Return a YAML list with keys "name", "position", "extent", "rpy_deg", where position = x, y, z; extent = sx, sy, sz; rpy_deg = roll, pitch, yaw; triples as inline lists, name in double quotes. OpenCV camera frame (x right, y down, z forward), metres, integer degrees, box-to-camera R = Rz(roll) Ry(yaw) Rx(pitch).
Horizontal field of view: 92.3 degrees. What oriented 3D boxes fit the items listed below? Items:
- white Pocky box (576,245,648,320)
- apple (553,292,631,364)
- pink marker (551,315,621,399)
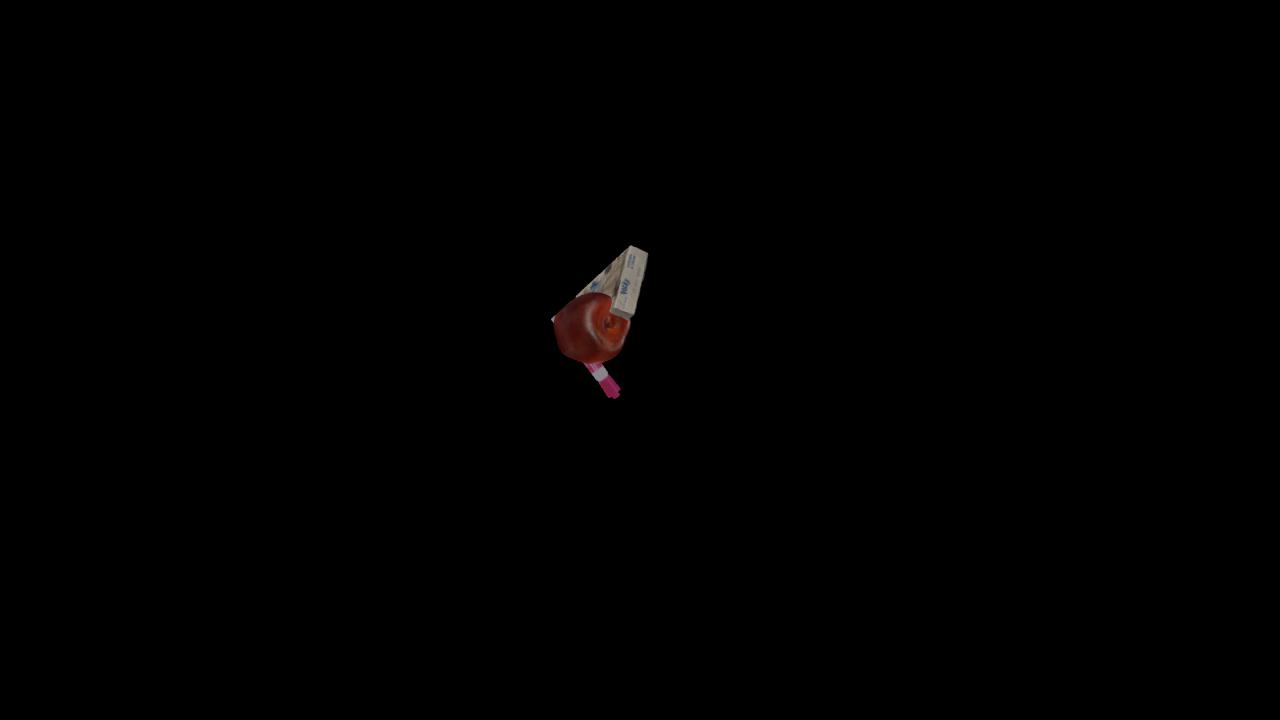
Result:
- name: "white Pocky box"
  position: [-0.043, -0.065, 0.720]
  extent: [0.028, 0.084, 0.154]
  rpy_deg: [21, -25, -22]
- name: "apple"
  position: [-0.055, -0.034, 0.674]
  extent: [0.079, 0.079, 0.093]
  rpy_deg: [0, -6, -34]
- name: "pink marker"
  position: [-0.061, -0.004, 0.721]
  extent: [0.020, 0.121, 0.020]
  rpy_deg: [-34, 12, 8]
